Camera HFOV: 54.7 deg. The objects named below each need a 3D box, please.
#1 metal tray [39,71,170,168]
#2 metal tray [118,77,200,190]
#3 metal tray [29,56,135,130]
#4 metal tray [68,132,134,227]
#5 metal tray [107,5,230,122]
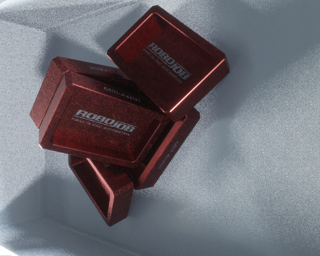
[{"bbox_3d":[-0.065,-0.004,0.372,0.089,0.131,0.030,-57,34,24],"label":"metal tray"},{"bbox_3d":[-0.016,0.006,0.412,0.090,0.030,0.129,46,117,29],"label":"metal tray"},{"bbox_3d":[-0.090,-0.038,0.407,0.030,0.131,0.089,48,119,30],"label":"metal tray"},{"bbox_3d":[-0.091,0.067,0.451,0.130,0.030,0.089,47,142,29],"label":"metal tray"},{"bbox_3d":[0.006,-0.081,0.372,0.090,0.030,0.130,-44,60,2],"label":"metal tray"}]
